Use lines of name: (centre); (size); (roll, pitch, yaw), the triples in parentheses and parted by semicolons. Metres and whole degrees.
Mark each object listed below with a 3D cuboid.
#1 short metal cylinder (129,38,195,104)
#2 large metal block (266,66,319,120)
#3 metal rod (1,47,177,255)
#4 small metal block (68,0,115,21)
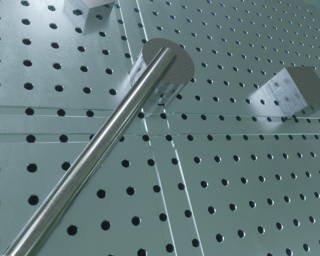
short metal cylinder: (0.002, -0.081, 0.445); (0.081, 0.050, 0.080); (14, 56, -21)
large metal block: (0.259, -0.067, 0.576); (0.081, 0.050, 0.080); (-9, 66, -32)
metal rod: (-0.061, 0.016, 0.331); (0.025, 0.025, 0.301); (36, 62, -5)
small metal block: (-0.106, -0.196, 0.471); (0.050, 0.025, 0.050); (49, 51, 6)
